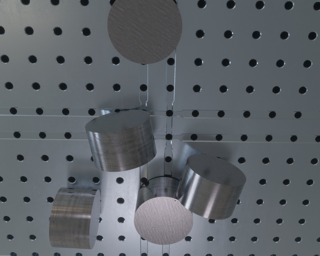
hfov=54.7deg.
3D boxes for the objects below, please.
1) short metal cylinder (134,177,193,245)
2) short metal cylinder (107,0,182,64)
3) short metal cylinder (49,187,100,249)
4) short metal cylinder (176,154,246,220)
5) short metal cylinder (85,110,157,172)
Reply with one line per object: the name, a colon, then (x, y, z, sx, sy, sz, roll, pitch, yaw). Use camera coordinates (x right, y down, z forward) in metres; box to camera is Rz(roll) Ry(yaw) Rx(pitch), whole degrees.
short metal cylinder: (0.005, 0.118, 0.442, 0.080, 0.050, 0.079, 0, 112, 1)
short metal cylinder: (-0.016, -0.118, 0.356, 0.081, 0.050, 0.079, 0, 110, 0)
short metal cylinder: (-0.115, 0.124, 0.429, 0.050, 0.080, 0.079, 4, 110, -2)
short metal cylinder: (0.067, 0.076, 0.413, 0.080, 0.080, 0.050, 14, 109, -5)
short metal cylinder: (-0.048, 0.013, 0.388, 0.080, 0.080, 0.050, -8, 110, 3)
